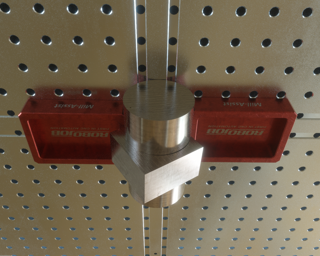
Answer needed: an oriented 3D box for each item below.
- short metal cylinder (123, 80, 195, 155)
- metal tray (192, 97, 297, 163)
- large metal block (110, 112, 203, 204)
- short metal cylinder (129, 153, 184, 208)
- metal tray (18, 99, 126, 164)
[{"bbox_3d":[-0.002,-0.014,0.363,0.081,0.080,0.050,1,130,-1],"label":"short metal cylinder"},{"bbox_3d":[0.102,0.005,0.413,0.131,0.030,0.089,1,130,-1],"label":"metal tray"},{"bbox_3d":[-0.006,0.033,0.384,0.081,0.080,0.050,-22,136,-27],"label":"large metal block"},{"bbox_3d":[-0.004,0.062,0.428,0.081,0.080,0.050,1,130,-1],"label":"short metal cylinder"},{"bbox_3d":[-0.107,0.007,0.413,0.131,0.030,0.089,1,130,-1],"label":"metal tray"}]
